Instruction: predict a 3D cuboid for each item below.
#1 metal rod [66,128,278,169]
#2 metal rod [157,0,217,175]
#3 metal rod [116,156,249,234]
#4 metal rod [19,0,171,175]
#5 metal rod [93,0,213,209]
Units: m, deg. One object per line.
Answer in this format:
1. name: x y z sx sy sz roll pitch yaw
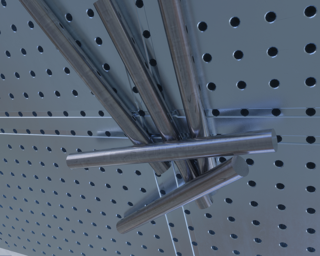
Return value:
1. metal rod: -0.008 0.032 0.399 0.300 0.025 0.025 -9 114 31
2. metal rod: 0.031 -0.059 0.356 0.025 0.025 0.298 -2 118 29
3. metal rod: 0.010 0.109 0.446 0.025 0.025 0.299 45 137 -4
4. metal rod: -0.084 -0.058 0.417 0.025 0.025 0.300 -30 102 37
5. metal rod: 0.000 -0.019 0.397 0.025 0.025 0.299 -15 111 34
